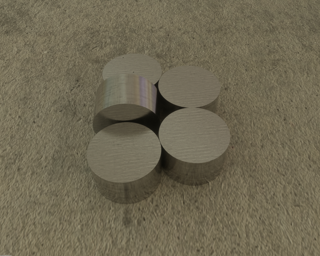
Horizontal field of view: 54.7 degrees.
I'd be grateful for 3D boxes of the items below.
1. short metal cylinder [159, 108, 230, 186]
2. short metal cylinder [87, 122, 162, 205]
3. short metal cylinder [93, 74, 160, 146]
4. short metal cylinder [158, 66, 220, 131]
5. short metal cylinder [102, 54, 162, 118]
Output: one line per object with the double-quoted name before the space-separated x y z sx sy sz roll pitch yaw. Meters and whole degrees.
"short metal cylinder" 0.039 0.022 0.369 0.080 0.050 0.080 0 51 1
"short metal cylinder" -0.038 0.040 0.354 0.080 0.050 0.080 0 50 1
"short metal cylinder" -0.041 -0.021 0.386 0.081 0.080 0.050 -2 50 -2
"short metal cylinder" 0.038 -0.040 0.421 0.080 0.050 0.080 0 51 0
"short metal cylinder" -0.037 -0.061 0.439 0.080 0.050 0.080 0 50 1
